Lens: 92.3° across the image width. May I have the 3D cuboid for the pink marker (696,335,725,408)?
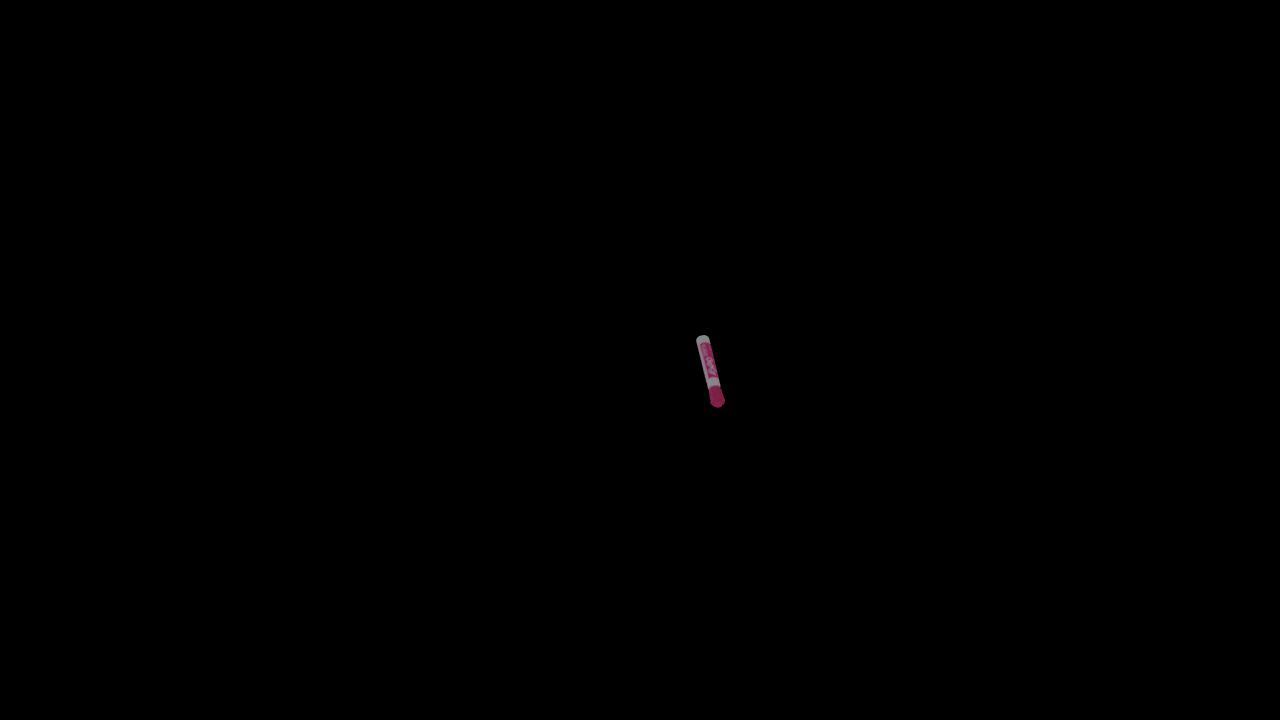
[{"bbox_3d":[0.094,0.015,0.828,0.020,0.121,0.020,-4,-43,-4],"label":"pink marker"}]
